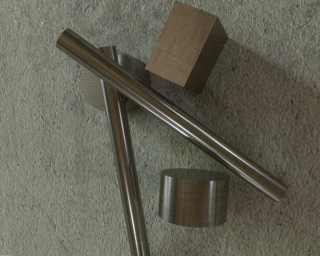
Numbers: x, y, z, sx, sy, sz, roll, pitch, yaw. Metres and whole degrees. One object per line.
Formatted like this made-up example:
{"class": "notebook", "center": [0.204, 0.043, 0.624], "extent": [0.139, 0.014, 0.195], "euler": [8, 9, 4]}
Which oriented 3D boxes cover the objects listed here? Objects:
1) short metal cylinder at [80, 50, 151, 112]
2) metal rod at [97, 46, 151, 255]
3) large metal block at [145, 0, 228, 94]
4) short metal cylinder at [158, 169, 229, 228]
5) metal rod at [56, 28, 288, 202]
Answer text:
{"class": "short metal cylinder", "center": [-0.058, -0.061, 0.416], "extent": [0.080, 0.050, 0.079], "euler": [0, 90, 20]}
{"class": "metal rod", "center": [-0.043, 0.051, 0.389], "extent": [0.025, 0.025, 0.298], "euler": [-4, 102, 20]}
{"class": "large metal block", "center": [0.035, -0.090, 0.367], "extent": [0.050, 0.080, 0.080], "euler": [28, 99, 18]}
{"class": "short metal cylinder", "center": [0.039, 0.079, 0.366], "extent": [0.080, 0.080, 0.050], "euler": [4, 92, 20]}
{"class": "metal rod", "center": [0.018, -0.011, 0.348], "extent": [0.301, 0.025, 0.025], "euler": [35, 102, -5]}
